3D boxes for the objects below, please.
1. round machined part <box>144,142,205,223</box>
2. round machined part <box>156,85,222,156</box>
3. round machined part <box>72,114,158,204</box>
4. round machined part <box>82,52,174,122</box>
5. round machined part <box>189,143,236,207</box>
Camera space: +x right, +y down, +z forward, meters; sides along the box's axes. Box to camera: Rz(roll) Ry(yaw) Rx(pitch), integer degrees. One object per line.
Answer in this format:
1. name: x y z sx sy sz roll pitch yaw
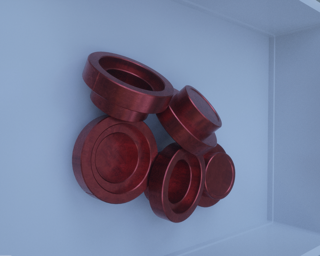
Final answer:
1. round machined part: 0.016 0.066 0.393 0.099 0.042 0.097 -13 107 -52
2. round machined part: 0.041 -0.016 0.394 0.098 0.042 0.098 39 25 -22
3. round machined part: -0.053 0.033 0.349 0.099 0.042 0.097 0 90 -40
4. round machined part: -0.037 -0.042 0.340 0.099 0.098 0.042 3 124 -40
5. round machined part: 0.074 0.068 0.458 0.099 0.042 0.097 0 90 -40
